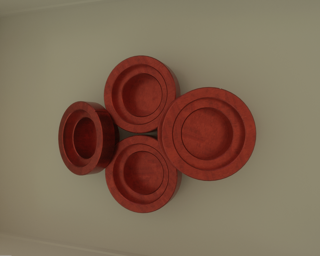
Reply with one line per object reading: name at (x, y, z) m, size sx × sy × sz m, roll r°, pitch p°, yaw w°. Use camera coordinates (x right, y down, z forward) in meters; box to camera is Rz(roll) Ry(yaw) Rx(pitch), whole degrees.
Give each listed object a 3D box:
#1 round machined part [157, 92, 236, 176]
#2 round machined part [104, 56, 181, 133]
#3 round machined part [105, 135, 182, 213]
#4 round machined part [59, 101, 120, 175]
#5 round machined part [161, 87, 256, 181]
round machined part at (0.046, 0.006, 0.372) m, size 0.099 × 0.042 × 0.097 m, roll 0°, pitch 89°, yaw -3°
round machined part at (-0.020, -0.042, 0.406) m, size 0.098 × 0.042 × 0.097 m, roll 0°, pitch 90°, yaw 20°
round machined part at (-0.018, 0.057, 0.405) m, size 0.098 × 0.042 × 0.097 m, roll 0°, pitch 90°, yaw 20°
round machined part at (-0.093, 0.013, 0.422) m, size 0.098 × 0.042 × 0.097 m, roll 0°, pitch 89°, yaw 40°
round machined part at (0.050, 0.006, 0.341) m, size 0.099 × 0.042 × 0.097 m, roll 0°, pitch 90°, yaw -2°
